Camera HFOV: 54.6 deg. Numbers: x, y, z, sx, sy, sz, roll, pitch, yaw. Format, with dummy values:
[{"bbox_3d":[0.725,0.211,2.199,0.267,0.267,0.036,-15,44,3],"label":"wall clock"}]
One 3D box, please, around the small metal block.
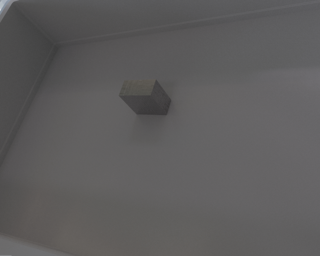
[{"bbox_3d":[-0.020,-0.041,0.427,0.050,0.050,0.025,3,63,29],"label":"small metal block"}]
